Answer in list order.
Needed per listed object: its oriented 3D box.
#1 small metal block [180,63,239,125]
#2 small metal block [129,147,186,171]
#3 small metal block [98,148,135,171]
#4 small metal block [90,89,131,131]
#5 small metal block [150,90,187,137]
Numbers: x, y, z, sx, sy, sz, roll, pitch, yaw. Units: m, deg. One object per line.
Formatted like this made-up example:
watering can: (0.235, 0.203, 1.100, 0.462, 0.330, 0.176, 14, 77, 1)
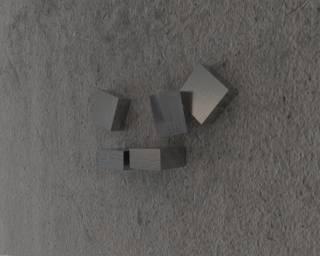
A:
small metal block: (0.054, -0.039, 0.361, 0.050, 0.025, 0.050, 50, 119, 28)
small metal block: (-0.003, 0.037, 0.391, 0.050, 0.050, 0.025, -2, 89, 40)
small metal block: (-0.050, 0.042, 0.430, 0.050, 0.050, 0.025, 0, 91, 40)
small metal block: (-0.075, -0.027, 0.467, 0.050, 0.025, 0.050, 25, 106, 37)
small metal block: (0.009, -0.018, 0.376, 0.050, 0.025, 0.050, -168, 67, -76)
